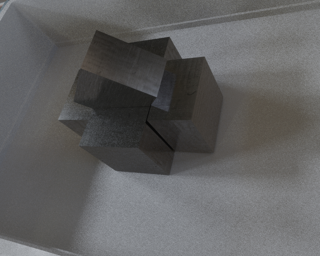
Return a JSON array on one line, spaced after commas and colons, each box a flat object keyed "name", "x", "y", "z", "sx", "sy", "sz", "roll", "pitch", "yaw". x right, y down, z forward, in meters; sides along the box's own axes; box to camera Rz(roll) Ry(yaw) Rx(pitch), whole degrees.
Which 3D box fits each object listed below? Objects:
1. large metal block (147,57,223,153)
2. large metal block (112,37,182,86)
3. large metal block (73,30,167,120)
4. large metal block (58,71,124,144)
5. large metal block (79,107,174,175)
[{"name": "large metal block", "x": 0.034, "y": -0.024, "z": 0.364, "sx": 0.050, "sy": 0.080, "sz": 0.080, "roll": 0, "pitch": 62, "yaw": 28}, {"name": "large metal block", "x": -0.012, "y": -0.072, "z": 0.420, "sx": 0.080, "sy": 0.080, "sz": 0.050, "roll": 0, "pitch": 62, "yaw": 28}, {"name": "large metal block", "x": -0.048, "y": -0.053, "z": 0.354, "sx": 0.080, "sy": 0.080, "sz": 0.050, "roll": 20, "pitch": 65, "yaw": -13}, {"name": "large metal block", "x": -0.081, "y": -0.027, "z": 0.429, "sx": 0.050, "sy": 0.080, "sz": 0.080, "roll": 0, "pitch": 62, "yaw": 28}, {"name": "large metal block", "x": -0.035, "y": 0.017, "z": 0.377, "sx": 0.080, "sy": 0.080, "sz": 0.050, "roll": 0, "pitch": 62, "yaw": 28}]
